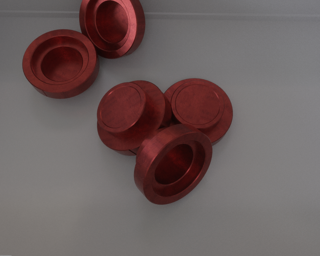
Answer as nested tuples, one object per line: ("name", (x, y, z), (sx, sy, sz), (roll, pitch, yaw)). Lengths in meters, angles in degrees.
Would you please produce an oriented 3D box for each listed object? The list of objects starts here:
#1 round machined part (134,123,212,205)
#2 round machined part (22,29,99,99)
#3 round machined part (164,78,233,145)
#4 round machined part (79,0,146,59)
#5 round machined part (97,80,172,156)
("round machined part", (0.011, 0.038, 0.364), (0.098, 0.098, 0.042), (-39, 46, -13))
("round machined part", (-0.133, -0.084, 0.430), (0.099, 0.042, 0.098), (0, 70, 0))
("round machined part", (0.048, -0.024, 0.409), (0.099, 0.042, 0.098), (0, 70, 0))
("round machined part", (-0.062, -0.149, 0.436), (0.098, 0.097, 0.042), (38, 34, 12))
("round machined part", (-0.039, -0.018, 0.387), (0.098, 0.042, 0.098), (-11, 62, 23))
